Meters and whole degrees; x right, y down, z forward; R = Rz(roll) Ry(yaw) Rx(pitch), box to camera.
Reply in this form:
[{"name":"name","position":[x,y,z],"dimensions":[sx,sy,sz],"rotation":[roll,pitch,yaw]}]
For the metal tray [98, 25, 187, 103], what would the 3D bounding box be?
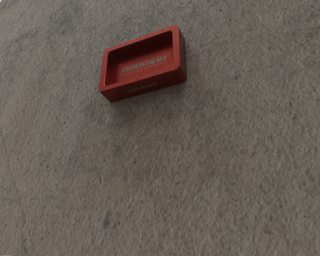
[{"name":"metal tray","position":[-0.027,-0.097,0.472],"dimensions":[0.130,0.030,0.090],"rotation":[-13,56,20]}]
